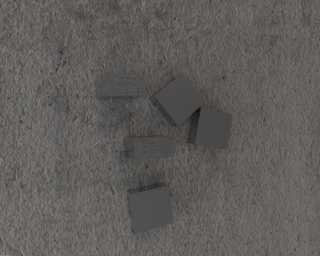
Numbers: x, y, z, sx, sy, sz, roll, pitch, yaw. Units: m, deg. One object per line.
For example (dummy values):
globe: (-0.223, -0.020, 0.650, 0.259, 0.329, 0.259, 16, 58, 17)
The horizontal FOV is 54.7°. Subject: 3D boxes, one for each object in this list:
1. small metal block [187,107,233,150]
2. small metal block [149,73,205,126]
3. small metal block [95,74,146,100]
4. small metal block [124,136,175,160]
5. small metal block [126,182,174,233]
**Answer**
small metal block: (0.070, 0.001, 0.435, 0.050, 0.025, 0.050, 11, 86, -20)
small metal block: (0.023, -0.038, 0.417, 0.050, 0.025, 0.050, -42, 103, -15)
small metal block: (-0.050, -0.049, 0.377, 0.050, 0.050, 0.025, -3, 91, -20)
small metal block: (-0.015, 0.023, 0.390, 0.050, 0.050, 0.025, -2, 91, -20)
small metal block: (-0.014, 0.103, 0.404, 0.050, 0.025, 0.050, -9, 93, -20)
